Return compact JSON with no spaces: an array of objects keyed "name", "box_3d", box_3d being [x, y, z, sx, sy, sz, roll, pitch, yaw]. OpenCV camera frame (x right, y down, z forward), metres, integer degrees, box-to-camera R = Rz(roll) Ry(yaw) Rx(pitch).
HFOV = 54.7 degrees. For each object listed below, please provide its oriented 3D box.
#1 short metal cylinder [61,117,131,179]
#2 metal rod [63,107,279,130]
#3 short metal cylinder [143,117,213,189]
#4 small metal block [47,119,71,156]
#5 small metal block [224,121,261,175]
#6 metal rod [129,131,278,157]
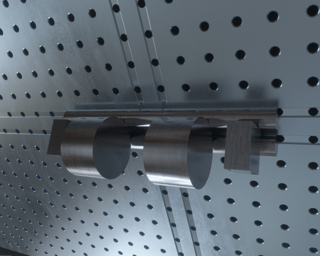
[{"name":"short metal cylinder","box_3d":[-0.081,0.025,0.406,0.050,0.080,0.080,1,119,28]},{"name":"metal rod","box_3d":[-0.005,-0.013,0.406,0.300,0.025,0.025,1,119,27]},{"name":"short metal cylinder","box_3d":[0.023,0.027,0.352,0.050,0.080,0.080,1,119,28]},{"name":"small metal block","box_3d":[-0.130,0.018,0.446,0.025,0.050,0.050,1,77,28]},{"name":"small metal block","box_3d":[0.090,0.022,0.332,0.025,0.050,0.050,1,78,28]},{"name":"metal rod","box_3d":[0.000,0.018,0.423,0.300,0.025,0.025,1,119,27]}]
